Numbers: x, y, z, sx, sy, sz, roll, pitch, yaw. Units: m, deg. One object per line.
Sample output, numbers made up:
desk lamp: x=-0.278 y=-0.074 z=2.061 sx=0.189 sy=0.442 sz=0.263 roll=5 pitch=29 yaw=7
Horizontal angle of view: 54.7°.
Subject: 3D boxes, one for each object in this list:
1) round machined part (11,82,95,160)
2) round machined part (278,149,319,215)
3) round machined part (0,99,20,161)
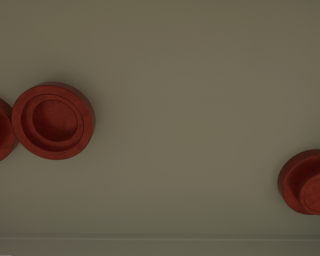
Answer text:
round machined part: x=-0.132 y=-0.012 z=0.396 sx=0.099 sy=0.042 sz=0.097 roll=0 pitch=110 yaw=-1
round machined part: x=0.222 y=0.083 z=0.436 sx=0.099 sy=0.042 sz=0.097 roll=0 pitch=110 yaw=-1
round machined part: x=-0.238 y=0.005 z=0.401 sx=0.099 sy=0.042 sz=0.097 roll=0 pitch=110 yaw=-1
